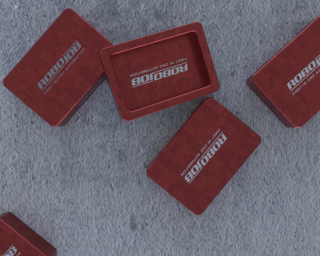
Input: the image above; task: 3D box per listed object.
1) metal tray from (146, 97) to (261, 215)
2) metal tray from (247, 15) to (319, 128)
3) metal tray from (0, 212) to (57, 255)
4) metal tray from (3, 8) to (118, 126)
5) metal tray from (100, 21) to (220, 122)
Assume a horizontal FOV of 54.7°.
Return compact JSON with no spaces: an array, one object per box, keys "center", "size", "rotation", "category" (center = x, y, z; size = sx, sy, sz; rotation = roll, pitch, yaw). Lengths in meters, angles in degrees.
[{"center":[0.056,0.036,0.408],"size":[0.090,0.030,0.130],"rotation":[39,90,0],"category":"metal tray"},{"center":[0.194,-0.074,0.409],"size":[0.130,0.030,0.090],"rotation":[-42,90,0],"category":"metal tray"},{"center":[-0.213,0.189,0.405],"size":[0.090,0.030,0.130],"rotation":[40,90,0],"category":"metal tray"},{"center":[-0.125,-0.077,0.406],"size":[0.090,0.030,0.130],"rotation":[41,90,0],"category":"metal tray"},{"center":[0.000,-0.070,0.389],"size":[0.131,0.030,0.090],"rotation":[-20,98,-11],"category":"metal tray"}]
